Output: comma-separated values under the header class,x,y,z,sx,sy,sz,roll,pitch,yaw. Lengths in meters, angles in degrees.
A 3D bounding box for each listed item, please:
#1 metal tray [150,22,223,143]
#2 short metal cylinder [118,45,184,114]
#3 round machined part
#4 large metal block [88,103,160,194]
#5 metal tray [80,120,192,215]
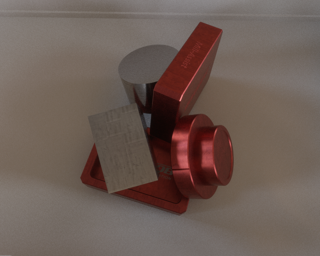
class,x,y,z,sx,sy,sz,roll,pitch,yaw
metal tray,0.032,-0.056,0.378,0.030,0.089,0.130,24,56,11
short metal cylinder,-0.008,-0.064,0.402,0.080,0.050,0.080,-7,47,8
round machined part,0.054,0.032,0.355,0.042,0.098,0.098,-6,67,30
large metal block,-0.036,0.022,0.346,0.050,0.080,0.080,-16,87,0
metal tray,-0.020,0.046,0.387,0.131,0.030,0.090,16,71,6
